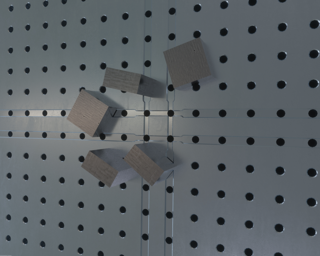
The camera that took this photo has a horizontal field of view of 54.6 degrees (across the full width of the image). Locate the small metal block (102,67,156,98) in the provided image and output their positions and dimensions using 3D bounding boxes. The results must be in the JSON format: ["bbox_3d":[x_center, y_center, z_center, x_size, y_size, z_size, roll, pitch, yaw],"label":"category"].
[{"bbox_3d":[-0.040,-0.060,0.414,0.050,0.050,0.025,15,95,19],"label":"small metal block"}]

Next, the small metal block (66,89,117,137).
[{"bbox_3d":[-0.098,-0.021,0.448,0.050,0.025,0.050,33,101,17],"label":"small metal block"}]

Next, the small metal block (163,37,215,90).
[{"bbox_3d":[0.038,-0.081,0.400,0.050,0.025,0.050,-18,84,19],"label":"small metal block"}]

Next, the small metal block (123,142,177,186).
[{"bbox_3d":[-0.012,0.046,0.404,0.050,0.050,0.025,41,103,15],"label":"small metal block"}]

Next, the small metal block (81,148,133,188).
[{"bbox_3d":[-0.070,0.053,0.425,0.050,0.050,0.025,32,101,17],"label":"small metal block"}]
